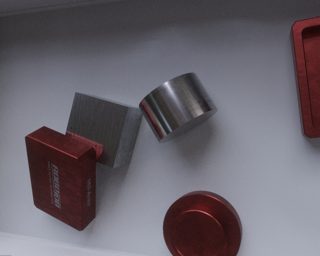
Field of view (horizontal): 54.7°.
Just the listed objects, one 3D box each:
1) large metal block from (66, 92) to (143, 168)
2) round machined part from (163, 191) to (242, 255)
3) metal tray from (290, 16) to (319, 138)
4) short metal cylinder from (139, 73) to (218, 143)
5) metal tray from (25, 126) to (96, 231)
[{"bbox_3d":[-0.077,0.001,0.423,0.080,0.050,0.079,17,96,19],"label":"large metal block"},{"bbox_3d":[0.050,0.130,0.384,0.098,0.042,0.097,0,90,19],"label":"round machined part"},{"bbox_3d":[0.198,-0.057,0.338,0.090,0.030,0.129,-6,88,19],"label":"metal tray"},{"bbox_3d":[0.022,-0.023,0.373,0.080,0.080,0.050,-32,80,17],"label":"short metal cylinder"},{"bbox_3d":[-0.133,0.071,0.423,0.090,0.030,0.129,20,124,20],"label":"metal tray"}]
